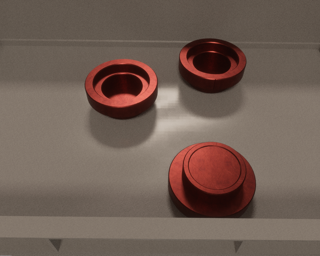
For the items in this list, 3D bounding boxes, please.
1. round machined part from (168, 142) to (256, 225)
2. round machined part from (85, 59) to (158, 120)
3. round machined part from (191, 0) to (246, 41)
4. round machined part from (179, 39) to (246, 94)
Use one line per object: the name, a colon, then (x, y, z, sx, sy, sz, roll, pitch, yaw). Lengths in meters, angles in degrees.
round machined part: (0.059, 0.054, 0.349, 0.099, 0.042, 0.098, 0, 50, 0)
round machined part: (-0.052, -0.050, 0.436, 0.099, 0.042, 0.098, 0, 50, 0)
round machined part: (0.108, -0.203, 0.567, 0.099, 0.042, 0.098, 1, 49, -1)
round machined part: (0.077, -0.090, 0.471, 0.099, 0.042, 0.098, 0, 50, 0)
